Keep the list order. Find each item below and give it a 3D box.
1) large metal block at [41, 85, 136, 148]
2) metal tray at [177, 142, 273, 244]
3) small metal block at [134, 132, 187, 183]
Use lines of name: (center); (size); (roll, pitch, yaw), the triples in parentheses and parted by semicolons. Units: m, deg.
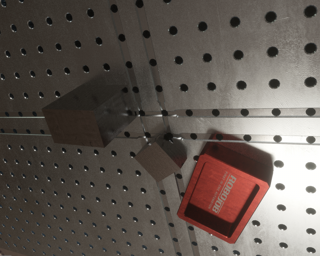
large metal block: (-0.091, -0.019, 0.410); (0.080, 0.080, 0.050); (3, 120, 26)
metal tray: (0.083, 0.091, 0.419); (0.090, 0.030, 0.129); (24, 127, 13)
small metal block: (0.000, 0.042, 0.436); (0.050, 0.025, 0.050); (47, 129, -6)
